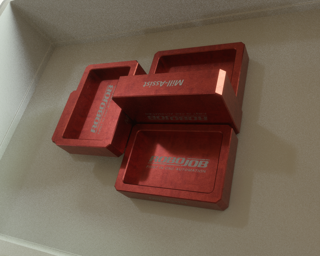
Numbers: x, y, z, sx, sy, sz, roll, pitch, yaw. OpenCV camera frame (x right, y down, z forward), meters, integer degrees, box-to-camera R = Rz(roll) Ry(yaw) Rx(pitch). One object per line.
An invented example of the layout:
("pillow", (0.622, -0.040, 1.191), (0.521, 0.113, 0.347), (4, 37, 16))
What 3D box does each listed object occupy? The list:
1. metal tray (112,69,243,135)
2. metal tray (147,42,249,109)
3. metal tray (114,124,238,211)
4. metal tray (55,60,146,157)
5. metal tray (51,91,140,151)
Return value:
("metal tray", (0.022, -0.026, 0.365), (0.130, 0.090, 0.030), (1, 63, 28))
("metal tray", (0.046, -0.065, 0.416), (0.130, 0.030, 0.090), (1, 62, 28))
("metal tray", (0.019, 0.041, 0.364), (0.130, 0.030, 0.090), (1, 62, 28))
("metal tray", (-0.077, -0.028, 0.417), (0.090, 0.030, 0.130), (1, 62, 28))
("metal tray", (-0.086, -0.012, 0.449), (0.130, 0.030, 0.090), (1, 62, 28))
